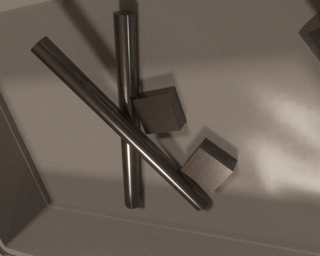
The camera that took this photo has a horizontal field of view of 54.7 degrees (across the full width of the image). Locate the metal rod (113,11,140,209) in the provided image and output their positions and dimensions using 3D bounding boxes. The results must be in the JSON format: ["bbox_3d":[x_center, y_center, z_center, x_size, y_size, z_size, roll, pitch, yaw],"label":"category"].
[{"bbox_3d":[-0.043,-0.003,0.427,0.025,0.025,0.298,14,124,20],"label":"metal rod"}]

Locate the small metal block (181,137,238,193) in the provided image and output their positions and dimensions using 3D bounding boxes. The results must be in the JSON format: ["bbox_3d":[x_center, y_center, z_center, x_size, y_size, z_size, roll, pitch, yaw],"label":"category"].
[{"bbox_3d":[0.064,0.049,0.405,0.050,0.025,0.050,36,129,3],"label":"small metal block"}]

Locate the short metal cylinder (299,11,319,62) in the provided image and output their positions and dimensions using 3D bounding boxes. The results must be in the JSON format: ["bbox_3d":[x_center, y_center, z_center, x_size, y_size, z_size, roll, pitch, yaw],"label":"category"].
[{"bbox_3d":[0.160,-0.080,0.240,0.080,0.080,0.050,-34,99,38],"label":"short metal cylinder"}]

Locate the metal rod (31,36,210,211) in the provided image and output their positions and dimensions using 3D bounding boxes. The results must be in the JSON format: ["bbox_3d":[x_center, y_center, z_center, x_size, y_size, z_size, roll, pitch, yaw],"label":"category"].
[{"bbox_3d":[-0.040,0.005,0.400,0.025,0.025,0.300,-31,111,38],"label":"metal rod"}]

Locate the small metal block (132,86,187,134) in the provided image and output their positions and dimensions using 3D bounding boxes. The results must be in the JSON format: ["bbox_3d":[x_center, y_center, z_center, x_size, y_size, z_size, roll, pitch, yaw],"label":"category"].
[{"bbox_3d":[0.000,-0.022,0.394,0.050,0.025,0.050,-7,115,31],"label":"small metal block"}]
